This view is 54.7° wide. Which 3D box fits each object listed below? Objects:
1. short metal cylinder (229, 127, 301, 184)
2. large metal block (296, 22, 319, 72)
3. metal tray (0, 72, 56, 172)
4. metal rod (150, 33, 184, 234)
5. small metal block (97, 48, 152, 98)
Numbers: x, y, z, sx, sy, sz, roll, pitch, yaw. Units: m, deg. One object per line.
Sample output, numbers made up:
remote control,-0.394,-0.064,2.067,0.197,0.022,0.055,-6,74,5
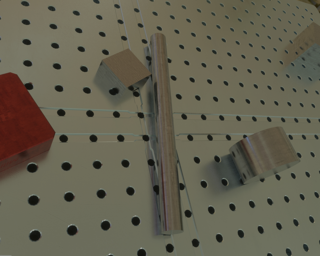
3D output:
short metal cylinder,0.143,0.039,0.429,0.081,0.080,0.050,-7,66,-32
large metal block,0.360,-0.179,0.700,0.080,0.050,0.080,27,52,-12
metal tray,-0.185,0.004,0.303,0.131,0.030,0.090,-28,78,-38
metal rod,0.005,-0.013,0.420,0.025,0.025,0.299,10,57,-23
small metal block,-0.049,-0.077,0.430,0.050,0.025,0.050,49,51,6
